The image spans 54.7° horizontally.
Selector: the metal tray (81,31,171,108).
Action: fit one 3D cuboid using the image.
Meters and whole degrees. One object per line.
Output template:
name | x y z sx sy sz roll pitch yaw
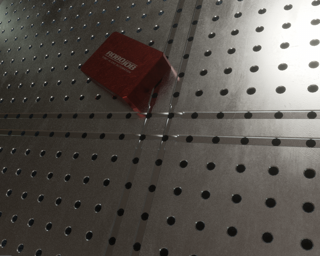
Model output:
metal tray | -0.058 -0.096 0.493 0.130 0.030 0.090 34 80 38
